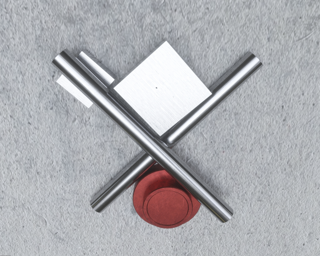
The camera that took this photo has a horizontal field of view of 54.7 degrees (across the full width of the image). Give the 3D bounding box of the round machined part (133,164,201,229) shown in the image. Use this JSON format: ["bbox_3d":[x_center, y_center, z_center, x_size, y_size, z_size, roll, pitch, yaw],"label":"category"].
[{"bbox_3d":[0.011,0.102,0.439,0.099,0.042,0.097,0,110,-1],"label":"round machined part"}]

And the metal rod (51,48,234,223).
[{"bbox_3d":[-0.011,0.020,0.391,0.025,0.025,0.300,-42,105,13],"label":"metal rod"}]

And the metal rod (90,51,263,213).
[{"bbox_3d":[0.013,0.014,0.418,0.025,0.025,0.299,43,104,-15],"label":"metal rod"}]

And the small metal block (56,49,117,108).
[{"bbox_3d":[-0.091,-0.062,0.388,0.050,0.025,0.050,41,105,-14],"label":"small metal block"}]

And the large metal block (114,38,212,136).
[{"bbox_3d":[0.003,-0.051,0.380,0.080,0.050,0.080,-40,106,13],"label":"large metal block"}]
